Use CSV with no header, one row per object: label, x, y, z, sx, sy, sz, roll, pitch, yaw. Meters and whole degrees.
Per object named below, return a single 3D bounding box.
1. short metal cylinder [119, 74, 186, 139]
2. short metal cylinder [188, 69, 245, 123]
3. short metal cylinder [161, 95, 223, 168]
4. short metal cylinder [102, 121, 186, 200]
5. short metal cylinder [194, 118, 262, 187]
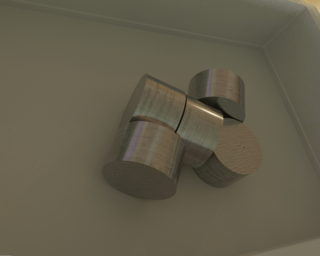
short metal cylinder,-0.011,-0.019,0.375,0.050,0.080,0.080,23,53,-15
short metal cylinder,0.078,-0.037,0.434,0.080,0.080,0.050,21,54,-16
short metal cylinder,0.035,0.004,0.387,0.050,0.080,0.080,24,53,-14
short metal cylinder,-0.016,0.037,0.338,0.080,0.080,0.050,26,53,-13
short metal cylinder,0.088,0.033,0.416,0.081,0.050,0.080,14,56,-21
